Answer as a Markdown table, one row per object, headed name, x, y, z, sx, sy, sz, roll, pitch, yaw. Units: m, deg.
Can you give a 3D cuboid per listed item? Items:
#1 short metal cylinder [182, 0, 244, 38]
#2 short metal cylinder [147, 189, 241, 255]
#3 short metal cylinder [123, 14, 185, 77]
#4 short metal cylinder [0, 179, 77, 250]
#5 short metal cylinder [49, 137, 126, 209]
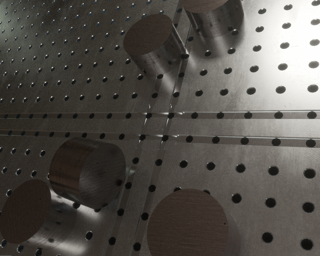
| name | x | y | z | sx | sy | sz | roll | pitch | yaw |
| --- | --- | --- | --- | --- | --- | --- | --- | --- | --- |
| short metal cylinder | 0.080 | -0.182 | 0.461 | 0.080 | 0.050 | 0.080 | -13 | 56 | 20 |
| short metal cylinder | 0.034 | 0.107 | 0.308 | 0.080 | 0.050 | 0.080 | -13 | 56 | 20 |
| short metal cylinder | -0.008 | -0.126 | 0.472 | 0.080 | 0.050 | 0.080 | -13 | 56 | 21 |
| short metal cylinder | -0.157 | 0.113 | 0.403 | 0.080 | 0.050 | 0.080 | -13 | 56 | 20 |
| short metal cylinder | -0.087 | 0.054 | 0.384 | 0.050 | 0.080 | 0.080 | 9 | 66 | 32 |
